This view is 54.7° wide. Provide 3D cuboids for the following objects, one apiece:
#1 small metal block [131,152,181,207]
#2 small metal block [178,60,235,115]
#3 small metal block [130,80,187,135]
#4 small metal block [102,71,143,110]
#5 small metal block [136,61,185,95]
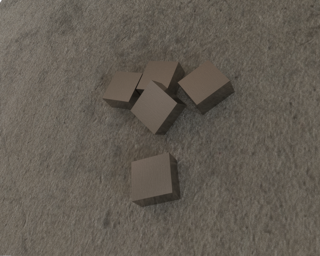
[{"bbox_3d":[-0.006,0.062,0.368,0.050,0.025,0.050,-16,55,18],"label":"small metal block"},{"bbox_3d":[0.060,-0.053,0.404,0.050,0.025,0.050,-37,51,3],"label":"small metal block"},{"bbox_3d":[-0.002,-0.026,0.403,0.050,0.025,0.050,45,109,26],"label":"small metal block"},{"bbox_3d":[-0.050,-0.056,0.463,0.050,0.025,0.050,11,67,32],"label":"small metal block"},{"bbox_3d":[0.001,-0.068,0.444,0.050,0.025,0.050,9,66,31],"label":"small metal block"}]
